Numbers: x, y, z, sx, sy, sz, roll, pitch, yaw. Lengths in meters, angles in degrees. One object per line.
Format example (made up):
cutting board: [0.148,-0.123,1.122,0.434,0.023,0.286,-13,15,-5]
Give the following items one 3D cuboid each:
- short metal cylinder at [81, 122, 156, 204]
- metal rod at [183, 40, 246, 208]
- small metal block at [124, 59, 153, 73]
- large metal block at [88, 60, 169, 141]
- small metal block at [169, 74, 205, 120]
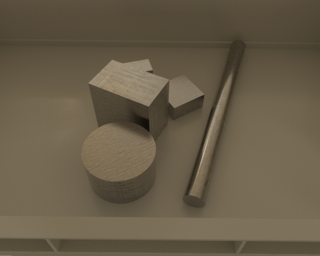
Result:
short metal cylinder: [-0.045,0.039,0.356,0.081,0.050,0.080,0,50,0]
metal rod: [0.085,-0.029,0.430,0.025,0.025,0.300,15,51,11]
small metal block: [-0.037,-0.067,0.445,0.050,0.050,0.025,-12,51,-10]
large metal block: [-0.036,-0.029,0.393,0.080,0.080,0.050,22,54,17]
small metal block: [0.027,-0.045,0.443,0.050,0.025,0.050,-26,55,-20]
